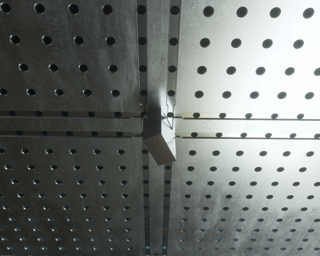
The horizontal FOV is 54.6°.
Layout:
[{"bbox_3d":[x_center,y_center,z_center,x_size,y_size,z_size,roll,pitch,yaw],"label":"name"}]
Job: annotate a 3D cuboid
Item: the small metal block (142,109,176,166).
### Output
[{"bbox_3d":[0.000,0.012,0.405,0.025,0.050,0.050,-18,128,14],"label":"small metal block"}]
